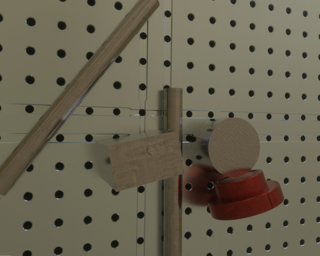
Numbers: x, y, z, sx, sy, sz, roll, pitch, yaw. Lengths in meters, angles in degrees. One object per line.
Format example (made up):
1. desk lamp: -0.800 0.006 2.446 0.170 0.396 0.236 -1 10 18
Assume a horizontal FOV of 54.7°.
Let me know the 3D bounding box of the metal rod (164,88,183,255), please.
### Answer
1. metal rod: 0.018 0.096 0.420 0.025 0.025 0.298 0 90 -20

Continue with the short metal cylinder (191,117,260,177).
1. short metal cylinder: 0.091 0.026 0.435 0.081 0.050 0.079 0 90 -20

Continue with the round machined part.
1. round machined part: 0.111 0.086 0.417 0.099 0.098 0.042 -16 86 -20

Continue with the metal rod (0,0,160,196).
1. metal rod: -0.097 -0.050 0.377 0.025 0.025 0.300 40 77 -16

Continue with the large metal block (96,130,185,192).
1. large metal block: -0.027 0.035 0.374 0.081 0.080 0.050 -12 94 -20
